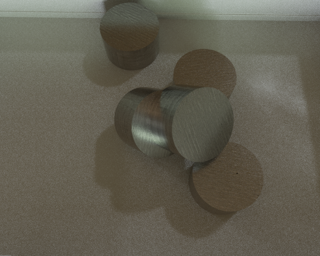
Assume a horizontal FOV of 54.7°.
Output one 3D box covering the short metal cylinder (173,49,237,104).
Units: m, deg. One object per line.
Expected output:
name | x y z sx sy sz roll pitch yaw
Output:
short metal cylinder | 0.057 -0.059 0.418 0.081 0.050 0.080 0 70 0

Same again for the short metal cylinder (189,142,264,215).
short metal cylinder | 0.077 0.062 0.374 0.081 0.050 0.080 0 70 0

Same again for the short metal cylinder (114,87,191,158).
short metal cylinder | -0.008 -0.008 0.378 0.081 0.050 0.079 -7 103 -29

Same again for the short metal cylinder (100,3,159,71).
short metal cylinder | -0.041 -0.130 0.443 0.081 0.050 0.080 0 70 0

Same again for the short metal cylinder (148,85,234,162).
short metal cylinder | 0.034 -0.007 0.344 0.081 0.050 0.079 -7 103 -29
